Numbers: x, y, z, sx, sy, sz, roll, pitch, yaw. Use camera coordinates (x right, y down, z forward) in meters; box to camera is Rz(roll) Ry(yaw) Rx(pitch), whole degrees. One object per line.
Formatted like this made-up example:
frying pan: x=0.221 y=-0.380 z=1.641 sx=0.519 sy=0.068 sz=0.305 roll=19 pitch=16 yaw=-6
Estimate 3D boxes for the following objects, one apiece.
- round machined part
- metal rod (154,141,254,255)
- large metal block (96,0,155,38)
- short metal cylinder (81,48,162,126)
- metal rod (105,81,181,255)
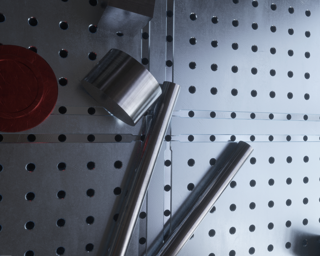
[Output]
round machined part: x=-0.164 y=-0.044 z=0.343 sx=0.099 sy=0.042 sz=0.097 roll=0 pitch=90 yaw=-20
metal rod: x=0.034 y=0.139 z=0.425 sx=0.025 sy=0.025 sz=0.300 roll=44 pitch=76 yaw=-15
large metal block: x=-0.039 y=-0.163 z=0.368 sx=0.050 sy=0.080 sz=0.080 roll=9 pitch=87 yaw=-20
short metal cylinder: x=-0.045 y=-0.047 z=0.367 sx=0.080 sy=0.080 sz=0.050 roll=42 pitch=77 yaw=-15
metal rod: x=-0.030 y=0.083 z=0.401 sx=0.025 sy=0.025 sz=0.299 roll=21 pitch=83 yaw=-19
